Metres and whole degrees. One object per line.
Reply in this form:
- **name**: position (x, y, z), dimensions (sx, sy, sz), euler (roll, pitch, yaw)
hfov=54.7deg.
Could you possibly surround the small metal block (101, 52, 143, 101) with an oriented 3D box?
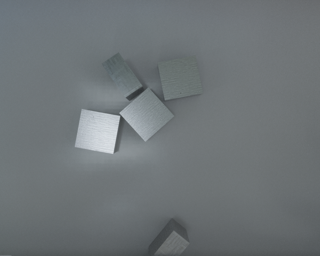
- **small metal block**: position (-0.046, -0.064, 0.398), dimensions (0.025, 0.050, 0.050), euler (-35, 90, 0)

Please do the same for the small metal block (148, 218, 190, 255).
- **small metal block**: position (0.010, 0.151, 0.399), dimensions (0.025, 0.050, 0.050), euler (39, 90, -1)

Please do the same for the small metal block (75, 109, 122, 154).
- **small metal block**: position (-0.080, 0.004, 0.410), dimensions (0.050, 0.025, 0.050), euler (10, 90, -1)

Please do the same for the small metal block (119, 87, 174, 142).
- **small metal block**: position (-0.017, -0.017, 0.411), dimensions (0.050, 0.025, 0.050), euler (-42, 91, 0)

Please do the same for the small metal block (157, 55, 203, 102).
- **small metal block**: position (0.026, -0.065, 0.412), dimensions (0.050, 0.025, 0.050), euler (-11, 90, -1)
